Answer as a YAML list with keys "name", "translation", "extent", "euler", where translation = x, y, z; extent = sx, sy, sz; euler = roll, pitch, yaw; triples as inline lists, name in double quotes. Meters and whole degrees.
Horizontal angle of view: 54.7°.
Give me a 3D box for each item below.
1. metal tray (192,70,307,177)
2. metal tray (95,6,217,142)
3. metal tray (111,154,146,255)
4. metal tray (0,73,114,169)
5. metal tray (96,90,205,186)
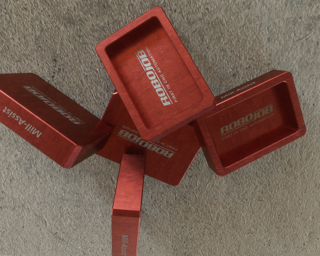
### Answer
- name: "metal tray"
  translation: [0.112, -0.007, 0.390]
  extent: [0.131, 0.030, 0.090]
  euler: [-25, 109, -7]
- name: "metal tray"
  translation: [-0.006, -0.060, 0.355]
  extent: [0.090, 0.030, 0.130]
  euler: [-30, 79, 10]
- name: "metal tray"
  translation: [-0.039, 0.108, 0.395]
  extent: [0.030, 0.090, 0.129]
  euler: [5, 131, -2]
- name: "metal tray"
  translation: [-0.128, -0.014, 0.353]
  extent: [0.130, 0.090, 0.030]
  euler: [35, 107, 5]
- name: "metal tray"
  translation: [-0.016, 0.013, 0.413]
  extent: [0.131, 0.030, 0.089]
  euler: [24, 108, -9]
